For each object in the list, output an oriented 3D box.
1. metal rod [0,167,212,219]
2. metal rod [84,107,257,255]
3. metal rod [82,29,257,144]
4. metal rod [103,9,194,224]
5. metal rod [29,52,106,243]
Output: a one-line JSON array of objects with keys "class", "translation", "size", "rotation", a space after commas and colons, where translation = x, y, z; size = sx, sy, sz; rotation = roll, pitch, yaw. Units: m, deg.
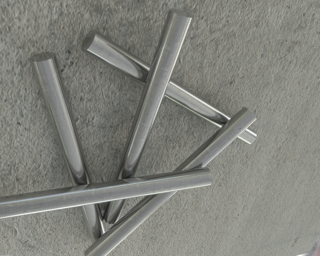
[{"class": "metal rod", "translation": [-0.082, 0.080, 0.376], "size": [0.302, 0.025, 0.025], "rotation": [-6, 122, -14]}, {"class": "metal rod", "translation": [0.014, 0.081, 0.432], "size": [0.300, 0.025, 0.025], "rotation": [-42, 130, 0]}, {"class": "metal rod", "translation": [0.036, -0.037, 0.404], "size": [0.301, 0.025, 0.025], "rotation": [25, 104, -37]}, {"class": "metal rod", "translation": [-0.025, 0.008, 0.376], "size": [0.025, 0.025, 0.298], "rotation": [2, 125, -30]}, {"class": "metal rod", "translation": [-0.101, 0.053, 0.385], "size": [0.025, 0.025, 0.298], "rotation": [-19, 126, -18]}]
